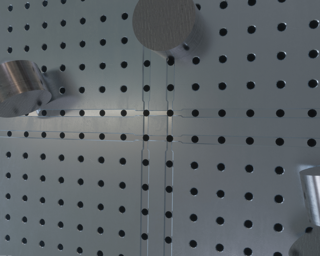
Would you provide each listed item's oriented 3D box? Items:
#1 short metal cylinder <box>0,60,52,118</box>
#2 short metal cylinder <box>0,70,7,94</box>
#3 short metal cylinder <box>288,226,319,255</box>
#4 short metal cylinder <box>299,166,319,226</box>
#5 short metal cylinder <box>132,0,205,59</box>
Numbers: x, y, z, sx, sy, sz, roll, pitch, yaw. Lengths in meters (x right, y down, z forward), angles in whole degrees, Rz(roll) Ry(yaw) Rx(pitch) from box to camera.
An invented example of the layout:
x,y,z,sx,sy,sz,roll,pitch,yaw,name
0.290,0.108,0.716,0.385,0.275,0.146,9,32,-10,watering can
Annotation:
x,y,z,sx,sy,sz,roll,pitch,yaw,name
-0.210,-0.056,0.457,0.080,0.080,0.050,-30,80,17,short metal cylinder
-0.294,-0.073,0.487,0.050,0.080,0.080,-38,78,16,short metal cylinder
0.183,0.135,0.319,0.080,0.080,0.050,-35,79,16,short metal cylinder
0.190,0.066,0.316,0.080,0.080,0.050,-10,87,20,short metal cylinder
0.012,-0.132,0.395,0.080,0.050,0.079,0,90,20,short metal cylinder
